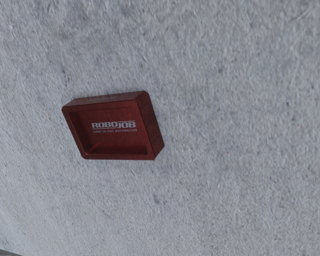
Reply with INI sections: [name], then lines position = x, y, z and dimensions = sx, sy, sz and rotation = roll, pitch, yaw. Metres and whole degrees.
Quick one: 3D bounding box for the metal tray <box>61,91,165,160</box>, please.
[metal tray]
position = -0.067, 0.000, 0.436
dimensions = 0.130, 0.030, 0.089
rotation = -3, 117, 29
